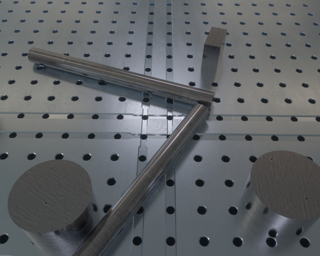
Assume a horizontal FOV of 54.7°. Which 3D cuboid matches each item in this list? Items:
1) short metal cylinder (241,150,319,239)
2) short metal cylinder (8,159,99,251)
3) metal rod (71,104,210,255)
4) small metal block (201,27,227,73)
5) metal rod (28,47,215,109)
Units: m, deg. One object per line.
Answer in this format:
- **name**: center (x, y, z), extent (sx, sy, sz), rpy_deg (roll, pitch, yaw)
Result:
- **short metal cylinder**: center (0.133, 0.071, 0.333), extent (0.081, 0.050, 0.080), rpy_deg (0, 50, 0)
- **short metal cylinder**: center (-0.107, 0.080, 0.323), extent (0.081, 0.050, 0.080), rpy_deg (0, 50, 0)
- **metal rod**: center (-0.025, 0.073, 0.346), extent (0.025, 0.025, 0.301), rpy_deg (27, 55, 21)
- **small metal block**: center (0.087, -0.125, 0.497), extent (0.025, 0.050, 0.050), rpy_deg (15, 52, 12)
- **metal rod**: center (-0.066, -0.079, 0.473), extent (0.301, 0.025, 0.025), rpy_deg (16, 52, 13)
